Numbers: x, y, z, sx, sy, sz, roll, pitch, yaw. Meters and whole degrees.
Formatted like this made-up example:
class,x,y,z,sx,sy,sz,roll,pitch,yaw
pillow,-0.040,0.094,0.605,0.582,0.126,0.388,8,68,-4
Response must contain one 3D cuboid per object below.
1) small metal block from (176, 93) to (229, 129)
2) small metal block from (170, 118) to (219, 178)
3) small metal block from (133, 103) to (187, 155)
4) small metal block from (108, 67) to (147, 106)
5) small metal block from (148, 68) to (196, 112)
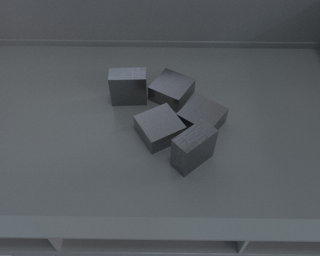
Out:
class,x,y,z,sx,sy,sz,roll,pitch,yaw
small metal block,0.056,-0.014,0.417,0.050,0.025,0.050,31,56,23
small metal block,0.040,0.024,0.369,0.050,0.050,0.025,-33,58,-25
small metal block,0.000,0.000,0.405,0.050,0.025,0.050,-23,54,-18
small metal block,-0.044,-0.058,0.437,0.050,0.050,0.025,-1,50,-1
small metal block,0.017,-0.056,0.452,0.050,0.025,0.050,25,54,19
